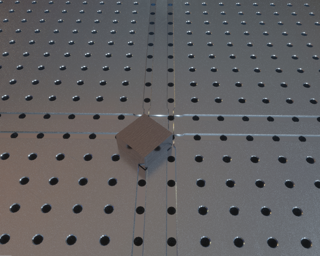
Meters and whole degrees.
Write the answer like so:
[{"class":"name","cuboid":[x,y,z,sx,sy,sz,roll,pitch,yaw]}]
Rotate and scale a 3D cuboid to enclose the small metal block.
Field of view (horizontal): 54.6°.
[{"class":"small metal block","cuboid":[-0.019,0.016,0.395,0.050,0.025,0.050,36,58,26]}]
